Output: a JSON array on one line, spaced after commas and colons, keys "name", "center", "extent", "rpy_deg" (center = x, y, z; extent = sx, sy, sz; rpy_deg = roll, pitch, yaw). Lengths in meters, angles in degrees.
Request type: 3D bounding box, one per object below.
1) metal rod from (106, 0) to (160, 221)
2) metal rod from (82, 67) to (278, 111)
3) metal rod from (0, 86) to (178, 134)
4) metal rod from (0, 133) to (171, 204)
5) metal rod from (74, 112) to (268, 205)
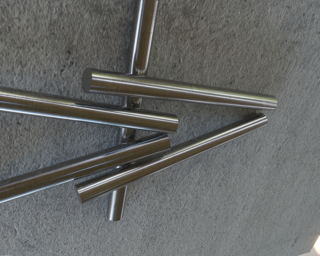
[{"name": "metal rod", "center": [-0.039, -0.004, 0.386], "extent": [0.025, 0.025, 0.298], "rpy_deg": [-3, 120, -27]}, {"name": "metal rod", "center": [0.050, -0.043, 0.390], "extent": [0.302, 0.025, 0.025], "rpy_deg": [2, 118, -37]}, {"name": "metal rod", "center": [-0.118, -0.023, 0.312], "extent": [0.302, 0.025, 0.025], "rpy_deg": [8, 115, -26]}, {"name": "metal rod", "center": [-0.132, 0.058, 0.355], "extent": [0.302, 0.025, 0.025], "rpy_deg": [-17, 126, -13]}, {"name": "metal rod", "center": [0.032, 0.033, 0.428], "extent": [0.302, 0.025, 0.025], "rpy_deg": [-19, 127, -25]}]
